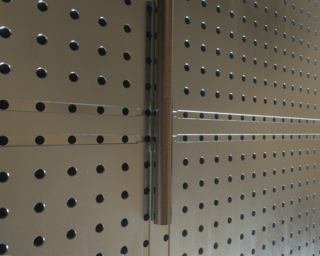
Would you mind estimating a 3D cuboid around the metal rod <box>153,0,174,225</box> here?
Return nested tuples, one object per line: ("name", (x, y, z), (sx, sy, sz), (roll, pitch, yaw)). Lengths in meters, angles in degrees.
("metal rod", (0.005, -0.024, 0.412), (0.025, 0.025, 0.298), (1, 90, -40))
